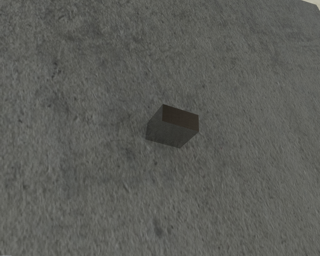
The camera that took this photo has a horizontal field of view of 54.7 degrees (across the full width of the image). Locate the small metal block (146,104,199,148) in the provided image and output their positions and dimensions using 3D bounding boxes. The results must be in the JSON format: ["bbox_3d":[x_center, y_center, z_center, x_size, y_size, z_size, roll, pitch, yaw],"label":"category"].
[{"bbox_3d":[0.015,-0.001,0.398,0.050,0.050,0.025,16,55,-20],"label":"small metal block"}]
